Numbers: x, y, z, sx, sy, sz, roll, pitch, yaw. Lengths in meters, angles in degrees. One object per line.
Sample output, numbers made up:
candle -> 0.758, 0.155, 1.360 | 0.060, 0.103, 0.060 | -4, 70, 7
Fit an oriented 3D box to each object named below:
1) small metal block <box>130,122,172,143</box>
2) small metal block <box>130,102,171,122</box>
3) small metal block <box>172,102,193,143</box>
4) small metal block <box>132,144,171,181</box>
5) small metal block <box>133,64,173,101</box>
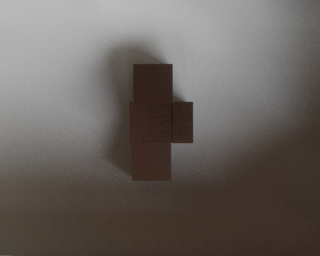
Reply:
small metal block -> -0.011, 0.005, 0.397 | 0.050, 0.050, 0.025 | 0, 90, 0
small metal block -> -0.011, -0.019, 0.397 | 0.050, 0.050, 0.025 | 0, 90, 0
small metal block -> 0.027, -0.007, 0.397 | 0.025, 0.050, 0.050 | 0, 90, 0
small metal block -> -0.011, 0.043, 0.409 | 0.050, 0.025, 0.050 | 0, 90, 0
small metal block -> -0.009, -0.057, 0.409 | 0.050, 0.025, 0.050 | 0, 90, 0
